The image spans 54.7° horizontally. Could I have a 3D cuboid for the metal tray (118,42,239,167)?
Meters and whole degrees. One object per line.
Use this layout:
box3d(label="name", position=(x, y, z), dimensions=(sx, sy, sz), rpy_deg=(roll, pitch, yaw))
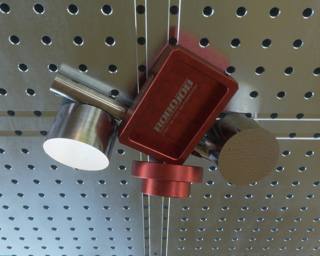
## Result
box3d(label="metal tray", position=(0.019, -0.023, 0.370), dimensions=(0.090, 0.030, 0.129), rpy_deg=(25, 112, -20))

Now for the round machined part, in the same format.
box3d(label="round machined part", position=(0.009, 0.071, 0.425), dimensions=(0.099, 0.042, 0.098), rpy_deg=(6, 173, 1))

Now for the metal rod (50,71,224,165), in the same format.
box3d(label="metal rod", position=(0.004, 0.005, 0.415), dimensions=(0.302, 0.025, 0.025), rpy_deg=(25, 126, -20))

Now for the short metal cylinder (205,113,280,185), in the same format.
box3d(label="short metal cylinder", position=(0.105, 0.027, 0.403), dimensions=(0.081, 0.050, 0.079), rpy_deg=(-4, 114, -10))

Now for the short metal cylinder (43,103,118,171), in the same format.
box3d(label="short metal cylinder", position=(-0.097, 0.013, 0.390), dimensions=(0.080, 0.050, 0.080), rpy_deg=(8, 147, 5))
